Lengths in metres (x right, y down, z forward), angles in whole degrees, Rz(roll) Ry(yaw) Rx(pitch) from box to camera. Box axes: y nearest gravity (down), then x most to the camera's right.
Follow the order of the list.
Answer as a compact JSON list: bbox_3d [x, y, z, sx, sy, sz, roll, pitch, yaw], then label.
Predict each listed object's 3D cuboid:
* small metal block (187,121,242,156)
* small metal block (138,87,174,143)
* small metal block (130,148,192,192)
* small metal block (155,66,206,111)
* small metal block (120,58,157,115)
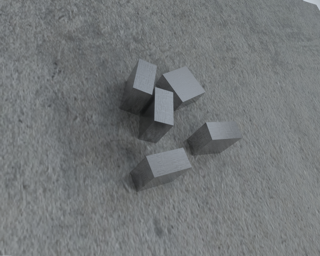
[{"bbox_3d":[0.073,0.014,0.420,0.050,0.050,0.025,-2,63,-30],"label":"small metal block"},{"bbox_3d":[-0.005,-0.015,0.396,0.025,0.050,0.050,14,56,-21],"label":"small metal block"},{"bbox_3d":[0.000,0.049,0.359,0.050,0.050,0.025,-10,67,-33],"label":"small metal block"},{"bbox_3d":[0.030,-0.059,0.458,0.050,0.025,0.050,-26,76,-37],"label":"small metal block"},{"bbox_3d":[-0.029,-0.053,0.406,0.025,0.050,0.050,20,54,-17],"label":"small metal block"}]
